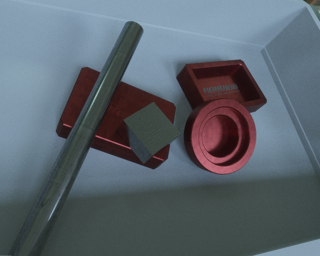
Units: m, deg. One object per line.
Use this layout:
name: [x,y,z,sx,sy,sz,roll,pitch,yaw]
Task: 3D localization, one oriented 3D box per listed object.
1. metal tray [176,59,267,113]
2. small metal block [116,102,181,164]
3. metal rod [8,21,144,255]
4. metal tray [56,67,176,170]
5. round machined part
metal tray: [0.101,-0.062,0.496,0.131,0.030,0.090,-12,68,-34]
small metal block: [-0.013,0.005,0.358,0.050,0.025,0.050,-35,82,-38]
metal rod: [-0.079,0.003,0.324,0.025,0.025,0.300,26,64,-13]
metal tray: [-0.049,-0.012,0.385,0.131,0.030,0.090,22,54,-16]
round machined part: [0.075,0.010,0.414,0.099,0.042,0.097,0,91,-22]
